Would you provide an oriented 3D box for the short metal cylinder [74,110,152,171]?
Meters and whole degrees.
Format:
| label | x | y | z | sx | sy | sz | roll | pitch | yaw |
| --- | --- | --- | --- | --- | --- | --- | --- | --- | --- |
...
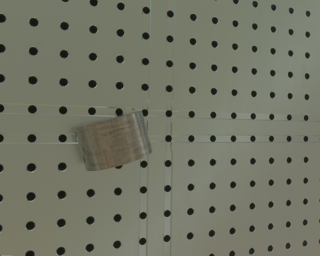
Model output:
| label | x | y | z | sx | sy | sz | roll | pitch | yaw |
| --- | --- | --- | --- | --- | --- | --- | --- | --- | --- |
| short metal cylinder | -0.054 | 0.013 | 0.363 | 0.081 | 0.080 | 0.050 | -16 | 96 | -19 |
